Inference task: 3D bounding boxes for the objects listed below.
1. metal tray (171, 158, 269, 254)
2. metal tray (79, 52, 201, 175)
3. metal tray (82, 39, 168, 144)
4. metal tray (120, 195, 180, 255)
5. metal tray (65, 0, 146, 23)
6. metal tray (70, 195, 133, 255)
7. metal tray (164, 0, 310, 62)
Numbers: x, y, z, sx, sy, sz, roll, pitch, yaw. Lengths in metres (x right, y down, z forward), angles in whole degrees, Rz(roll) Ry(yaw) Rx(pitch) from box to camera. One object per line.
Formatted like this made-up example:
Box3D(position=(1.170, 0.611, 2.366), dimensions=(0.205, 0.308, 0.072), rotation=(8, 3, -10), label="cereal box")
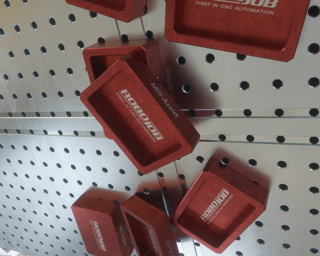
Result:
Box3D(position=(0.078, 0.113, 0.437), dimensions=(0.090, 0.030, 0.129), rotation=(31, 129, 7), label="metal tray")
Box3D(position=(-0.025, -0.013, 0.373), dimensions=(0.090, 0.030, 0.130), rotation=(-31, 102, 38), label="metal tray")
Box3D(position=(-0.041, -0.044, 0.402), dimensions=(0.090, 0.030, 0.129), rotation=(4, 121, 26), label="metal tray")
Box3D(position=(-0.013, 0.181, 0.506), dimensions=(0.090, 0.030, 0.129), rotation=(16, 128, 47), label="metal tray")
Box3D(position=(-0.055, -0.187, 0.321), dimensions=(0.090, 0.030, 0.129), rotation=(22, 127, 15), label="metal tray")
Box3D(position=(-0.108, 0.192, 0.585), dimensions=(0.090, 0.030, 0.129), rotation=(5, 121, 25), label="metal tray")
Box3D(position=(0.071, -0.121, 0.295), dimensions=(0.130, 0.030, 0.089), rotation=(16, 125, 19), label="metal tray")
